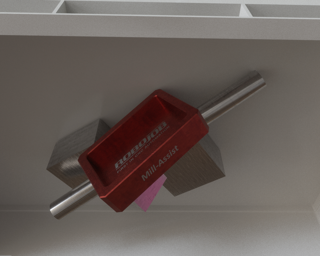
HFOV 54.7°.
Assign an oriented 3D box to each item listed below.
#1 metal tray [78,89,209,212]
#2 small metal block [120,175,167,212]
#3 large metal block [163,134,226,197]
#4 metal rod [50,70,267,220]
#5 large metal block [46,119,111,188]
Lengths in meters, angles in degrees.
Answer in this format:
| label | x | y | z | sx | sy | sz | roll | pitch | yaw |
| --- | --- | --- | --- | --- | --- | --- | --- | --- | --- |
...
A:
| label | x | y | z | sx | sy | sz | roll | pitch | yaw |
| --- | --- | --- | --- | --- | --- | --- | --- | --- | --- |
| metal tray | -0.022 | 0.019 | 0.345 | 0.130 | 0.090 | 0.030 | -42 | 126 | -8 |
| small metal block | -0.028 | 0.071 | 0.387 | 0.050 | 0.050 | 0.025 | 6 | 143 | 46 |
| large metal block | 0.032 | 0.040 | 0.426 | 0.080 | 0.050 | 0.080 | -27 | 126 | 20 |
| metal rod | -0.007 | 0.024 | 0.379 | 0.300 | 0.025 | 0.025 | -33 | 124 | 7 |
| large metal block | -0.091 | 0.046 | 0.426 | 0.080 | 0.050 | 0.080 | -27 | 126 | 20 |
